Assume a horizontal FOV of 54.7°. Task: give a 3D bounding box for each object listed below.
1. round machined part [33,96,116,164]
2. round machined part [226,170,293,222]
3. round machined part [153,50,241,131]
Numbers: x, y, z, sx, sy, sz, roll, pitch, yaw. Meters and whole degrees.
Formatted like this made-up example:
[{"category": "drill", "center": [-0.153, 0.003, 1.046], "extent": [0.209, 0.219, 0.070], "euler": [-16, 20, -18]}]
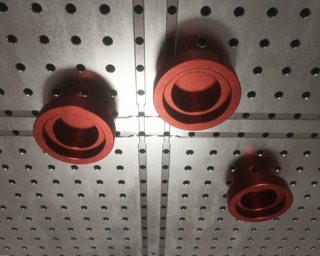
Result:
[{"category": "round machined part", "center": [-0.106, -0.001, 0.398], "extent": [0.099, 0.042, 0.097], "euler": [-1, 130, 0]}, {"category": "round machined part", "center": [0.154, 0.104, 0.492], "extent": [0.099, 0.042, 0.097], "euler": [0, 130, 0]}, {"category": "round machined part", "center": [0.041, -0.047, 0.362], "extent": [0.099, 0.042, 0.097], "euler": [-1, 130, 0]}]
